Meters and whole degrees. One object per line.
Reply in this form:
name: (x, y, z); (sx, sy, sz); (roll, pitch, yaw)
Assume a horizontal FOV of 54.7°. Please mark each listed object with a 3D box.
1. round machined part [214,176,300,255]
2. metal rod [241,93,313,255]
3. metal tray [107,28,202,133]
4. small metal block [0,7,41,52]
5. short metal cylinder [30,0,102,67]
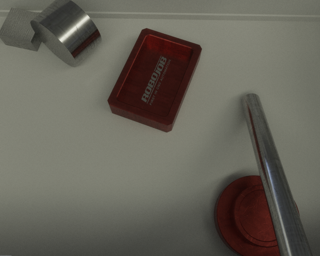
round machined part: (0.116, 0.104, 0.364); (0.099, 0.042, 0.098); (0, 70, -1)
metal rod: (0.118, 0.060, 0.314); (0.025, 0.025, 0.300); (3, 41, 1)
metal tray: (-0.005, -0.069, 0.431); (0.090, 0.030, 0.130); (20, 71, 6)
small metal block: (-0.202, -0.146, 0.461); (0.050, 0.025, 0.050); (13, 70, 4)
short metal cylinder: (-0.128, -0.131, 0.427); (0.080, 0.080, 0.050); (37, 74, 12)
